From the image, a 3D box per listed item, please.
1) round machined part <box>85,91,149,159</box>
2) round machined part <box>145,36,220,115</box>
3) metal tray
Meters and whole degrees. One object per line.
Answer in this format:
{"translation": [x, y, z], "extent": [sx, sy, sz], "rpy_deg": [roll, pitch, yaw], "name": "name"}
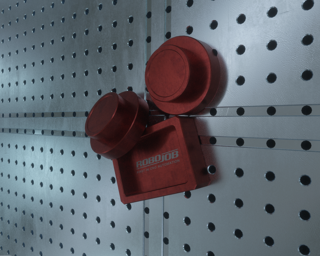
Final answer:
{"translation": [-0.065, -0.010, 0.423], "extent": [0.098, 0.042, 0.098], "rpy_deg": [-29, 43, 32], "name": "round machined part"}
{"translation": [0.020, -0.064, 0.380], "extent": [0.098, 0.042, 0.097], "rpy_deg": [0, 90, 39], "name": "round machined part"}
{"translation": [-0.006, 0.045, 0.409], "extent": [0.130, 0.030, 0.090], "rpy_deg": [-22, 77, 37], "name": "metal tray"}
